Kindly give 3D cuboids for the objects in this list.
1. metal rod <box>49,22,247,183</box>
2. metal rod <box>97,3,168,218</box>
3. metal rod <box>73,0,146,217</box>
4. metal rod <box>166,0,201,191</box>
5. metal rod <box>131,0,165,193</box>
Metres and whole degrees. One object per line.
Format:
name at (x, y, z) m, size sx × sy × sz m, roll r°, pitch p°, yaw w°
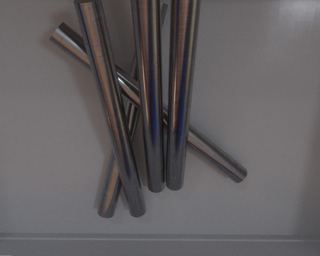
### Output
metal rod at (0.002, -0.018, 0.382) m, size 0.301 × 0.025 × 0.025 m, roll 37°, pitch 106°, yaw -21°
metal rod at (-0.041, -0.010, 0.406) m, size 0.025 × 0.025 × 0.298 m, roll 14°, pitch 109°, yaw -5°
metal rod at (-0.049, 0.002, 0.369) m, size 0.025 × 0.025 × 0.298 m, roll -6°, pitch 126°, yaw 2°
metal rod at (0.021, -0.030, 0.329) m, size 0.025 × 0.025 × 0.298 m, roll 0°, pitch 134°, yaw 0°
metal rod at (-0.009, -0.023, 0.338) m, size 0.025 × 0.025 × 0.298 m, roll -2°, pitch 135°, yaw 0°
